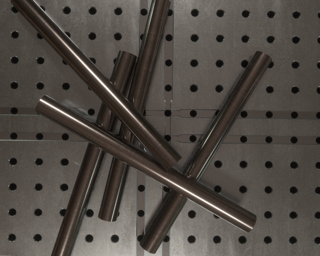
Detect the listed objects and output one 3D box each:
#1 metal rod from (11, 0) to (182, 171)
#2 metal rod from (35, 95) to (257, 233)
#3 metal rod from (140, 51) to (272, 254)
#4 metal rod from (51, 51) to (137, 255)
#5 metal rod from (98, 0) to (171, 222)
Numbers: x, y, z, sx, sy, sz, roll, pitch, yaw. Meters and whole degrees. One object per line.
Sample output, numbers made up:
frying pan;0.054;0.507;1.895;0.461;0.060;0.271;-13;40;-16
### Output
metal rod;-0.084;-0.064;0.390;0.025;0.025;0.300;-43;82;0
metal rod;-0.017;0.045;0.387;0.301;0.025;0.025;30;90;-1
metal rod;0.061;0.032;0.414;0.025;0.025;0.299;31;90;-1
metal rod;-0.089;0.043;0.412;0.025;0.025;0.298;18;90;-1
metal rod;-0.034;-0.025;0.412;0.025;0.025;0.298;14;90;-1
